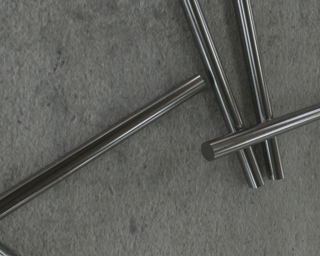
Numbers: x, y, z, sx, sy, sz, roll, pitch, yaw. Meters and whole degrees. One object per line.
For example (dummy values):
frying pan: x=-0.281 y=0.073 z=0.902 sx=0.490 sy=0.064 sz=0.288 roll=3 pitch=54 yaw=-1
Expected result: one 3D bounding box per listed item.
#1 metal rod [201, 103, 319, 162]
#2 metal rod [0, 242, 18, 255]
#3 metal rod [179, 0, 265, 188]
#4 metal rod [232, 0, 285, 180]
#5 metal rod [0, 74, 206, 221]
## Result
metal rod: x=0.186 y=-0.007 z=0.454 sx=0.303 sy=0.025 sz=0.025 roll=-16 pitch=96 yaw=-29
metal rod: x=-0.176 y=0.146 z=0.344 sx=0.025 sy=0.025 sz=0.300 roll=-46 pitch=105 yaw=-14
metal rod: x=0.089 y=-0.053 z=0.443 sx=0.025 sy=0.025 sz=0.299 roll=-25 pitch=99 yaw=-19
metal rod: x=0.147 y=-0.069 z=0.464 sx=0.025 sy=0.025 sz=0.298 roll=-15 pitch=95 yaw=-20
metal rod: x=-0.065 y=0.015 z=0.385 sx=0.302 sy=0.025 sz=0.025 roll=-33 pitch=101 yaw=-17
